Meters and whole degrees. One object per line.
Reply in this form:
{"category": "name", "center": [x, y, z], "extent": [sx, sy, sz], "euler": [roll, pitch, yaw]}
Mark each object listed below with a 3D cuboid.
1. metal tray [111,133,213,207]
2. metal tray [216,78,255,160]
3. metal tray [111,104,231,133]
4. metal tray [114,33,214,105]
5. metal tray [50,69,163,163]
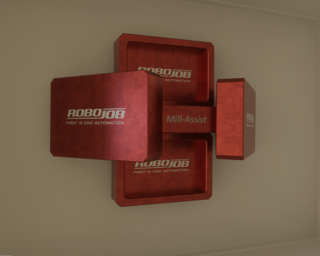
{"category": "metal tray", "center": [0.004, 0.050, 0.406], "extent": [0.131, 0.030, 0.089], "euler": [0, 90, -21]}
{"category": "metal tray", "center": [0.100, -0.009, 0.397], "extent": [0.030, 0.130, 0.089], "euler": [1, 90, 22]}
{"category": "metal tray", "center": [0.013, -0.010, 0.379], "extent": [0.131, 0.090, 0.030], "euler": [0, 90, -21]}
{"category": "metal tray", "center": [0.007, -0.070, 0.408], "extent": [0.131, 0.030, 0.089], "euler": [0, 91, -21]}
{"category": "metal tray", "center": [-0.062, -0.012, 0.337], "extent": [0.030, 0.130, 0.089], "euler": [1, 89, -62]}
